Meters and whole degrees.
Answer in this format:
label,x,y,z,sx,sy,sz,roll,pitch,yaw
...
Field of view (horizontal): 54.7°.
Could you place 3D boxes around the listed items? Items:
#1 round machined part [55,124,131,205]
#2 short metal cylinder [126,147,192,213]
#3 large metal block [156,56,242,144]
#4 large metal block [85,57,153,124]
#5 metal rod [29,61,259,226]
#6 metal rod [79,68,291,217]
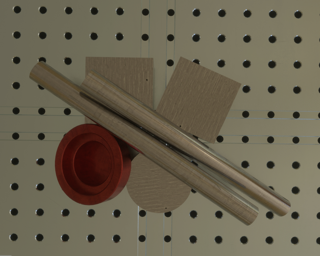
label,x,y,z,sx,sy,sz,roll,pitch,yaw
round machined part,-0.079,0.044,0.389,0.098,0.042,0.097,-1,86,23
short metal cylinder,-0.001,0.062,0.396,0.081,0.050,0.079,0,90,0
large metal block,0.045,-0.034,0.396,0.080,0.050,0.080,24,90,0
large metal block,-0.049,-0.045,0.393,0.081,0.050,0.079,1,90,0
metal rod,-0.017,0.018,0.358,0.301,0.025,0.025,34,90,-1
metal rod,0.042,0.026,0.373,0.301,0.025,0.025,33,90,-15
